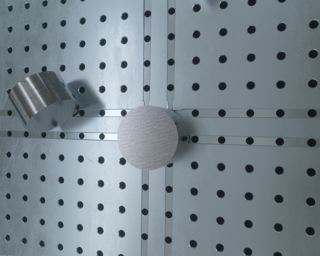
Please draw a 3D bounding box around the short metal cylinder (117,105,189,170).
[{"bbox_3d":[-0.008,0.012,0.402,0.080,0.050,0.079,0,90,20],"label":"short metal cylinder"}]

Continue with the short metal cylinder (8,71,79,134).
[{"bbox_3d":[-0.164,-0.036,0.441,0.080,0.080,0.050,-38,78,16],"label":"short metal cylinder"}]
